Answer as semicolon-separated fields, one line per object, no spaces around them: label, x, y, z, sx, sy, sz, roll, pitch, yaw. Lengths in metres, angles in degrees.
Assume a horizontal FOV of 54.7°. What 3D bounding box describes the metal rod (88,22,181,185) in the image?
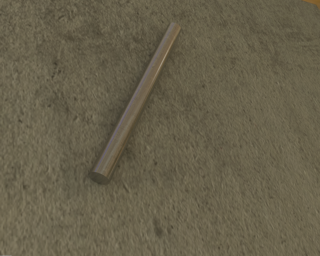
metal rod;-0.021;-0.055;0.427;0.025;0.025;0.300;30;52;-10
